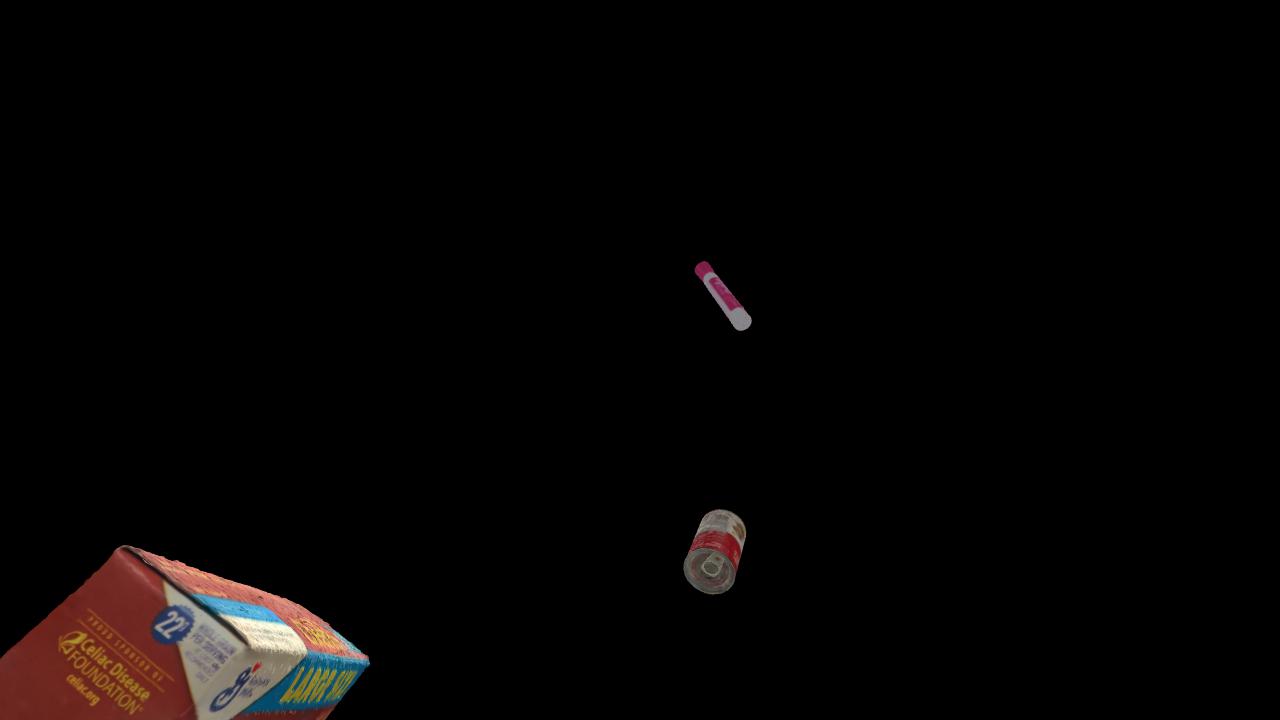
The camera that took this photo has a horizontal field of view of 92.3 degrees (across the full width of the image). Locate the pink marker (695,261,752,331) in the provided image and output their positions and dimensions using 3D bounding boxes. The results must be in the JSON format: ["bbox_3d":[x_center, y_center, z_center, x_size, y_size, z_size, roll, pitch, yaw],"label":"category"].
[{"bbox_3d":[0.085,-0.071,0.650,0.020,0.020,0.121,0,36,-20],"label":"pink marker"}]

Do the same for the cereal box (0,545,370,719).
[{"bbox_3d":[-0.267,0.238,0.251,0.081,0.306,0.203,34,-29,8],"label":"cereal box"}]

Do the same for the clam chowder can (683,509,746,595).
[{"bbox_3d":[0.103,0.254,0.825,0.068,0.068,0.102,0,17,18],"label":"clam chowder can"}]
